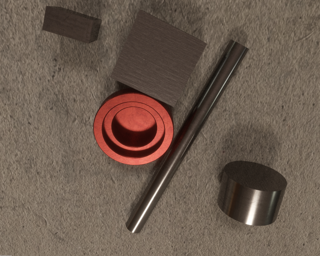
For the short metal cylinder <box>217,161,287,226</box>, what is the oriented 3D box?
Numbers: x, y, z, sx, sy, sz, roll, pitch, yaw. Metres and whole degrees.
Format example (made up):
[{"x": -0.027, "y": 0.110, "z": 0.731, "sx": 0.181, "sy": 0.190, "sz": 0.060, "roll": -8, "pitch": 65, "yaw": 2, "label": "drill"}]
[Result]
[{"x": 0.121, "y": 0.084, "z": 0.413, "sx": 0.081, "sy": 0.080, "sz": 0.050, "roll": 7, "pitch": 110, "yaw": -3, "label": "short metal cylinder"}]

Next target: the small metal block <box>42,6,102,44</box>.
[{"x": -0.098, "y": -0.118, "z": 0.352, "sx": 0.050, "sy": 0.050, "sz": 0.025, "roll": 16, "pitch": 109, "yaw": -6, "label": "small metal block"}]

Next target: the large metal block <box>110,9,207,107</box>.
[{"x": -0.003, "y": -0.083, "z": 0.366, "sx": 0.080, "sy": 0.050, "sz": 0.080, "roll": 24, "pitch": 108, "yaw": -9, "label": "large metal block"}]

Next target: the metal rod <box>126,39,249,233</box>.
[{"x": 0.028, "y": 0.024, "z": 0.418, "sx": 0.025, "sy": 0.025, "sz": 0.298, "roll": 26, "pitch": 108, "yaw": -10, "label": "metal rod"}]

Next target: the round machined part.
[{"x": -0.032, "y": -0.005, "z": 0.396, "sx": 0.099, "sy": 0.042, "sz": 0.097, "roll": 0, "pitch": 114, "yaw": 1, "label": "round machined part"}]
